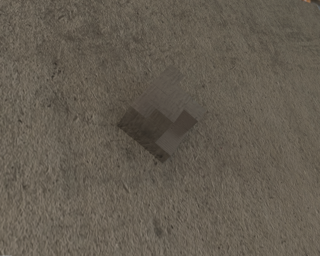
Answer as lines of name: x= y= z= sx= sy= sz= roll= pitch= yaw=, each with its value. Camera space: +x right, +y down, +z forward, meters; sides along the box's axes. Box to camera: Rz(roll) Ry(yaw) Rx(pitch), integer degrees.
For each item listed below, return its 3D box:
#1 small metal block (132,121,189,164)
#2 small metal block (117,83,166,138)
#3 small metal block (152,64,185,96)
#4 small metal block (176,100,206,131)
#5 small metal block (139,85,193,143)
small metal block: x=0.001 y=0.009 z=0.402 sx=0.050 sy=0.025 sz=0.050 roll=40 pitch=51 yaw=-1
small metal block: x=-0.023 y=-0.021 z=0.391 sx=0.025 sy=0.050 sz=0.050 roll=40 pitch=51 yaw=-2
small metal block: x=0.002 y=-0.052 z=0.423 sx=0.025 sy=0.050 sz=0.050 roll=40 pitch=51 yaw=-2
small metal block: x=0.025 y=-0.020 z=0.416 sx=0.050 sy=0.050 sz=0.025 roll=40 pitch=51 yaw=-2
small metal block: x=0.007 y=-0.017 z=0.372 sx=0.025 sy=0.050 sz=0.050 roll=40 pitch=51 yaw=-2
